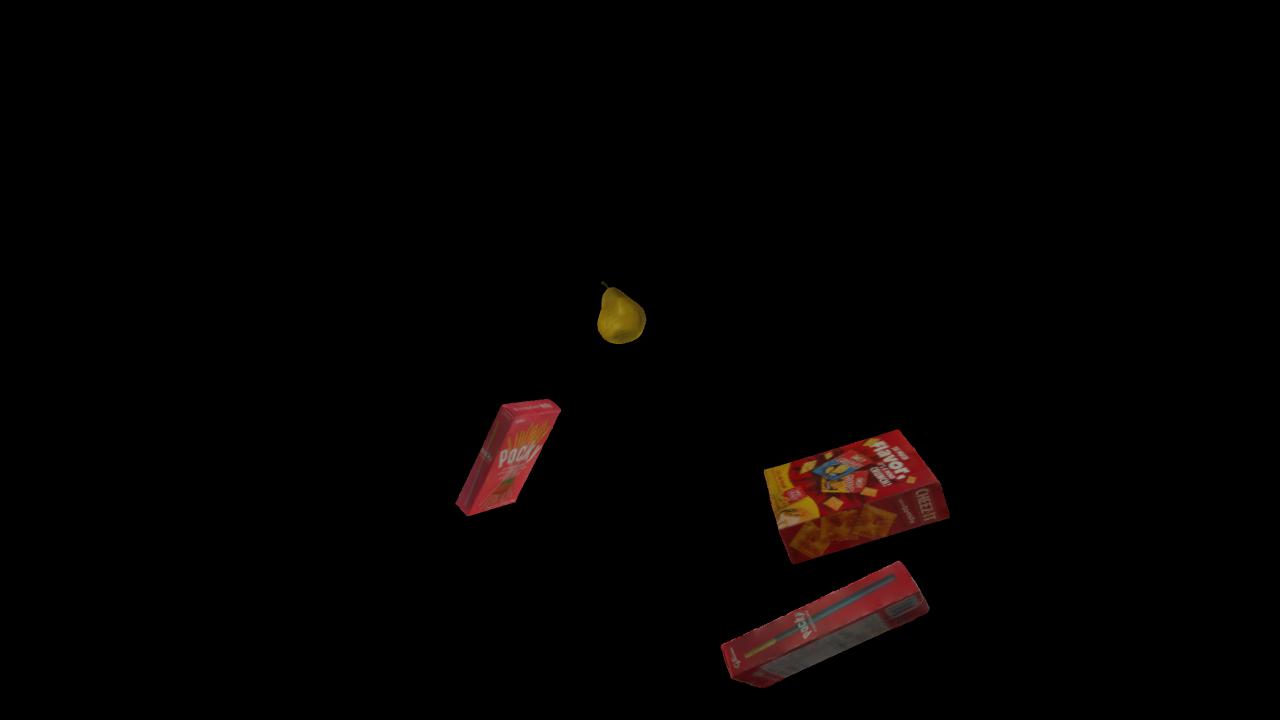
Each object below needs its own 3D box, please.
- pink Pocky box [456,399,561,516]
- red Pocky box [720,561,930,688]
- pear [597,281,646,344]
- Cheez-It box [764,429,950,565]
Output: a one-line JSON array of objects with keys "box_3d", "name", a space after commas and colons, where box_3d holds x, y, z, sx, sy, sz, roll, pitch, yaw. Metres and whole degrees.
[{"box_3d": [-0.162, 0.119, 0.760, 0.029, 0.155, 0.084, 38, 20, 26], "name": "pink Pocky box"}, {"box_3d": [0.146, 0.210, 0.483, 0.155, 0.028, 0.083, -30, -39, 10], "name": "red Pocky box"}, {"box_3d": [-0.034, -0.083, 1.000, 0.080, 0.111, 0.080, -9, -22, -4], "name": "pear"}, {"box_3d": [0.305, 0.194, 0.902, 0.223, 0.071, 0.166, -21, 17, 10], "name": "Cheez-It box"}]
